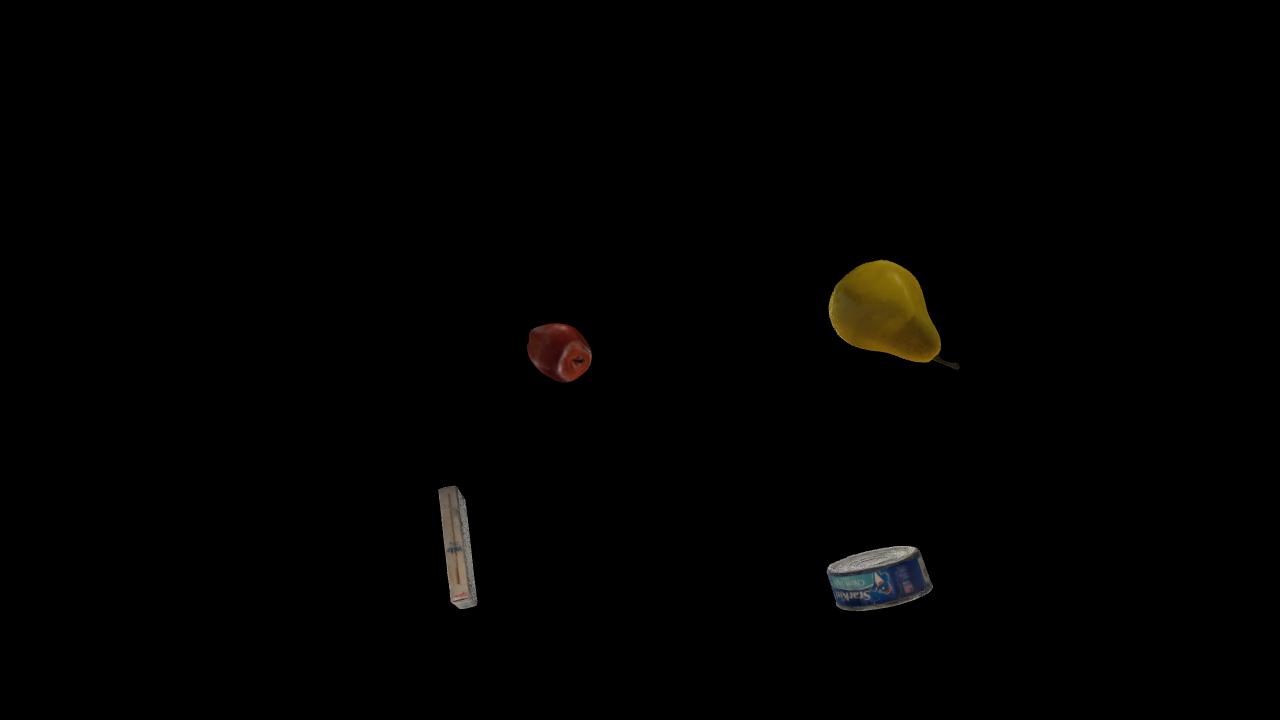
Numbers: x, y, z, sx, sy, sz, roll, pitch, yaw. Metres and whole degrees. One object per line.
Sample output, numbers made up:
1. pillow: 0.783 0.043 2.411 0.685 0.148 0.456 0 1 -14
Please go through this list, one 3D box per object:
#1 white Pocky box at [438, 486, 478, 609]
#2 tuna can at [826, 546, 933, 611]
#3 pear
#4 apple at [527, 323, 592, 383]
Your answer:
1. white Pocky box: -0.252 0.260 0.854 0.028 0.154 0.084 -10 -26 -12
2. tuna can: 0.211 0.192 0.546 0.084 0.034 0.084 -15 -12 -3
3. pear: 0.210 -0.027 0.508 0.080 0.111 0.080 -28 -23 -13
4. apple: -0.107 -0.012 0.825 0.093 0.079 0.079 28 18 37
